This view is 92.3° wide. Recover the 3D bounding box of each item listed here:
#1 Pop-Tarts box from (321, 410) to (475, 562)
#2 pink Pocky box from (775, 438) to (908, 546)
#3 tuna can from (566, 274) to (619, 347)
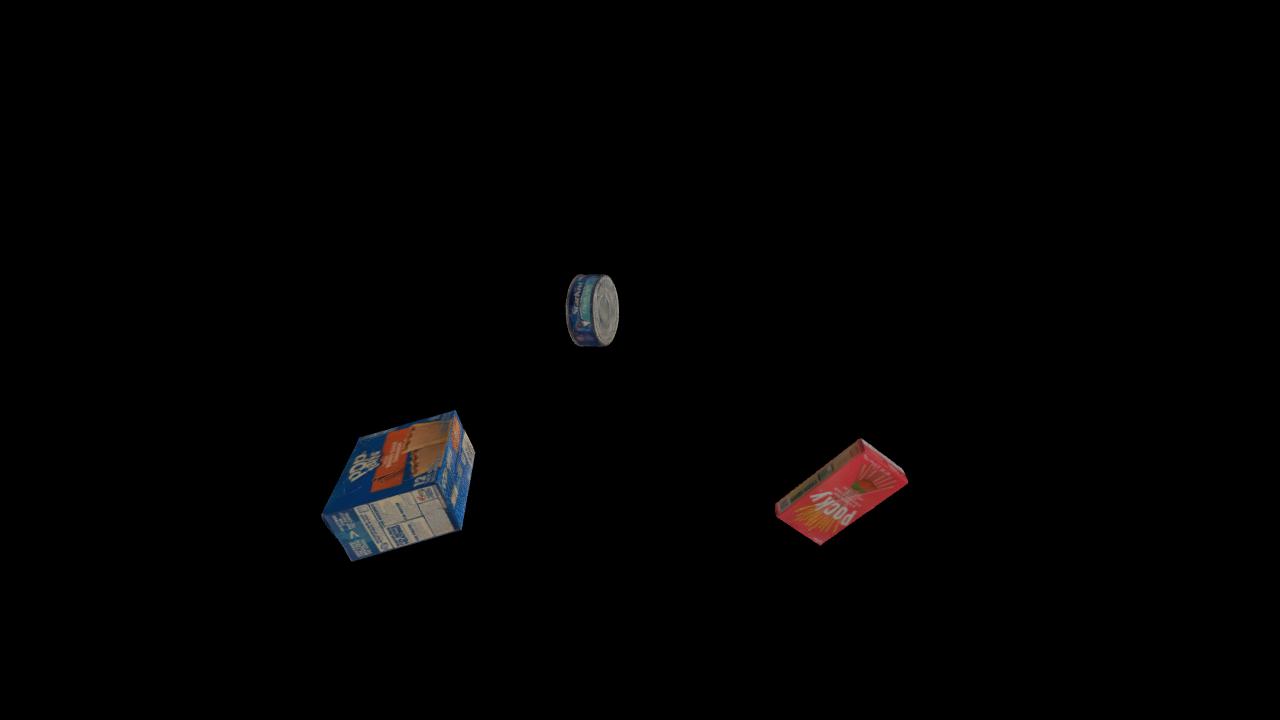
[{"bbox_3d":[-0.300,0.155,0.793,0.141,0.083,0.167,-16,26,-1],"label":"Pop-Tarts box"},{"bbox_3d":[0.260,0.176,0.804,0.084,0.155,0.029,35,27,-17],"label":"pink Pocky box"},{"bbox_3d":[-0.053,-0.057,0.708,0.034,0.084,0.084,2,1,19],"label":"tuna can"}]
